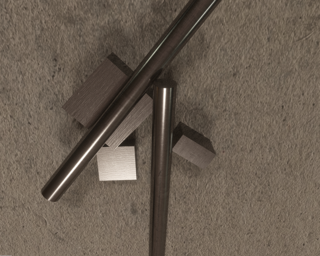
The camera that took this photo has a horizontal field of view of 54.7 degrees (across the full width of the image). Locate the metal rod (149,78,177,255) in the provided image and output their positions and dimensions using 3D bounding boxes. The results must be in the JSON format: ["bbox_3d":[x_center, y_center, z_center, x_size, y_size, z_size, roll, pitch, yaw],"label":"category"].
[{"bbox_3d":[0.000,0.078,0.406,0.025,0.025,0.298,2,123,-1],"label":"metal rod"}]

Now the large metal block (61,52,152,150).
[{"bbox_3d":[-0.058,-0.034,0.383,0.080,0.050,0.080,42,104,-14],"label":"large metal block"}]

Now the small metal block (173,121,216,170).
[{"bbox_3d":[0.042,0.022,0.405,0.050,0.050,0.025,31,107,-11],"label":"small metal block"}]

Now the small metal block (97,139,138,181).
[{"bbox_3d":[-0.058,0.044,0.425,0.050,0.025,0.050,-2,110,0],"label":"small metal block"}]

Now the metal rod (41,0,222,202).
[{"bbox_3d":[-0.041,-0.027,0.345,0.025,0.025,0.299,37,105,-13],"label":"metal rod"}]
